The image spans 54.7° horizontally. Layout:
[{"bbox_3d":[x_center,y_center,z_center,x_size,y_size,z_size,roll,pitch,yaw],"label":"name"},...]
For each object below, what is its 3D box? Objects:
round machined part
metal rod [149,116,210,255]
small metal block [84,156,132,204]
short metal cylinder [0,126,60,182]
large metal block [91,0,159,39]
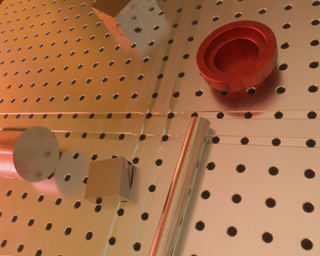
[{"bbox_3d":[0.100,-0.087,0.397,0.098,0.042,0.098,-13,56,20],"label":"round machined part"},{"bbox_3d":[0.005,0.123,0.329,0.025,0.025,0.300,6,64,30],"label":"metal rod"},{"bbox_3d":[-0.066,0.068,0.399,0.050,0.025,0.050,-12,57,21],"label":"small metal block"},{"bbox_3d":[-0.195,0.037,0.450,0.050,0.080,0.080,1,62,28],"label":"short metal cylinder"},{"bbox_3d":[-0.063,-0.218,0.557,0.080,0.050,0.080,-48,52,-6],"label":"large metal block"}]
